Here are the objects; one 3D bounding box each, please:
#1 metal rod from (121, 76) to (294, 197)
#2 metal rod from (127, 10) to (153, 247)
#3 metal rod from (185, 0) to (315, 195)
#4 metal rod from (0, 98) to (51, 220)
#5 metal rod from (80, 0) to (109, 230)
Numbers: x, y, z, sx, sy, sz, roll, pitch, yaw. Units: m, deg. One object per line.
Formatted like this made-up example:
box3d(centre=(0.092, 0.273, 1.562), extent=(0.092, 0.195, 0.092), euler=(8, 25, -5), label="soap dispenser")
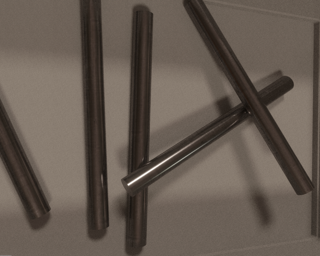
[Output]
box3d(centre=(0.080, 0.000, 0.426), extent=(0.302, 0.025, 0.025), euler=(-31, 101, -23), label="metal rod")
box3d(centre=(-0.026, 0.001, 0.401), extent=(0.025, 0.025, 0.298), euler=(2, 89, -20), label="metal rod")
box3d(centre=(0.121, -0.045, 0.424), extent=(0.025, 0.025, 0.299), euler=(-30, 88, -18), label="metal rod")
box3d(centre=(-0.193, -0.038, 0.339), extent=(0.025, 0.025, 0.298), euler=(-24, 98, -19), label="metal rod")
box3d(centre=(-0.081, -0.027, 0.381), extent=(0.025, 0.025, 0.298), euler=(-2, 91, -20), label="metal rod")
